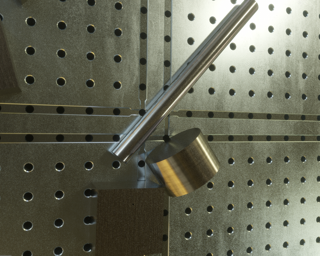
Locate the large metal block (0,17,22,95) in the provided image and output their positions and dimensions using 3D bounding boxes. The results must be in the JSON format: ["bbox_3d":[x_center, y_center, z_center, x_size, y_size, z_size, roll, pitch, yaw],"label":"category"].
[{"bbox_3d":[-0.200,-0.071,0.325,0.081,0.050,0.080,-15,96,-20],"label":"large metal block"}]

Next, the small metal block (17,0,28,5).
[{"bbox_3d":[-0.159,-0.180,0.354,0.050,0.025,0.050,46,76,-15],"label":"small metal block"}]

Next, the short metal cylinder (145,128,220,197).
[{"bbox_3d":[0.029,0.042,0.395,0.080,0.080,0.050,-35,102,-17],"label":"short metal cylinder"}]

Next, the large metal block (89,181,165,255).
[{"bbox_3d":[-0.042,0.110,0.385,0.081,0.050,0.079,2,89,-20],"label":"large metal block"}]

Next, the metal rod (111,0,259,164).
[{"bbox_3d":[0.042,-0.073,0.429,0.025,0.025,0.300,44,76,-15],"label":"metal rod"}]
